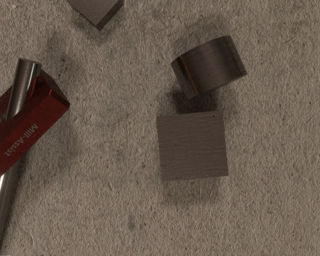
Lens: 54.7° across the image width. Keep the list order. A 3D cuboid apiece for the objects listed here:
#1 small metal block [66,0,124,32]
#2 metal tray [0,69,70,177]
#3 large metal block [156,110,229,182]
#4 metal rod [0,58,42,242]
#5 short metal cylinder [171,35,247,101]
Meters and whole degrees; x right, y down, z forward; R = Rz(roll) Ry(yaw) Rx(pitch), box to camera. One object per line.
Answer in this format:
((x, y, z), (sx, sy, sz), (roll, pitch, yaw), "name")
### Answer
((-0.084, -0.166, 0.409), (0.050, 0.025, 0.050), (41, 90, -1), "small metal block")
((-0.177, -0.009, 0.377), (0.130, 0.090, 0.030), (-45, 135, 0), "metal tray")
((0.039, 0.022, 0.398), (0.081, 0.050, 0.079), (-5, 90, -1), "large metal block")
((-0.192, 0.063, 0.379), (0.025, 0.025, 0.298), (18, 101, -1), "metal rod")
((0.060, -0.072, 0.383), (0.080, 0.080, 0.050), (-24, 90, 0), "short metal cylinder")
